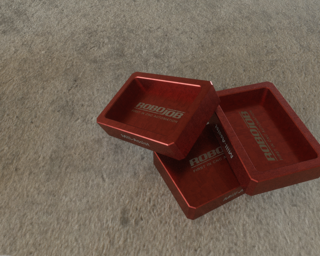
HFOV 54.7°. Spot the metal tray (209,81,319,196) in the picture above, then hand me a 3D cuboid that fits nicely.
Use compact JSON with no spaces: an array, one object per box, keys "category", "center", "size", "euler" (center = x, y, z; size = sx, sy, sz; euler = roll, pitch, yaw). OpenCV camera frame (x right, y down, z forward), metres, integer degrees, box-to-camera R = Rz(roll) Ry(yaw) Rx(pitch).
[{"category":"metal tray","center":[0.115,0.006,0.357],"size":[0.091,0.030,0.130],"euler":[-12,51,-11]}]

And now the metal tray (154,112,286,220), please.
[{"category":"metal tray","center":[0.069,0.039,0.368],"size":[0.131,0.030,0.090],"euler":[-22,54,-18]}]

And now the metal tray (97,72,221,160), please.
[{"category":"metal tray","center":[-0.005,-0.021,0.373],"size":[0.130,0.030,0.090],"euler":[16,63,41]}]
